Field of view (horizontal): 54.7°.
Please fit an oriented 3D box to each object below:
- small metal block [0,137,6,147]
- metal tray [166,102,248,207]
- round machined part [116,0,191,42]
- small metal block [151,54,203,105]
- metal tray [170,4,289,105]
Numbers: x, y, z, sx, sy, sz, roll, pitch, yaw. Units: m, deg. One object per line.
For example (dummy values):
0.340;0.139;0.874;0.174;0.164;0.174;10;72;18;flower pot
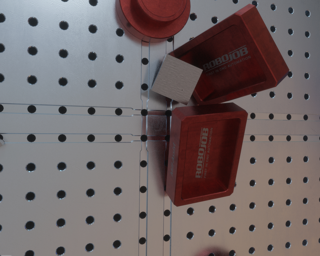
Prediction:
-0.208;0.012;0.336;0.050;0.025;0.050;-36;102;-16;small metal block
0.058;0.035;0.404;0.091;0.030;0.129;-6;117;-20;metal tray
-0.004;-0.165;0.402;0.099;0.042;0.097;0;90;-20;round machined part
0.021;-0.064;0.408;0.050;0.025;0.050;23;100;-7;small metal block
0.079;-0.081;0.384;0.030;0.130;0.090;-40;104;-31;metal tray
